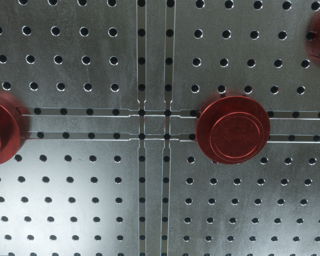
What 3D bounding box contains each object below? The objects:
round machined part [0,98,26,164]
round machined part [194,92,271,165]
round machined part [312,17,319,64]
[{"bbox_3d":[-0.233,0.007,0.404,0.099,0.042,0.097,0,110,-1],"label":"round machined part"},{"bbox_3d":[0.097,0.005,0.408,0.099,0.042,0.097,0,110,-1],"label":"round machined part"},{"bbox_3d":[0.239,-0.109,0.368,0.099,0.042,0.097,0,110,-1],"label":"round machined part"}]
